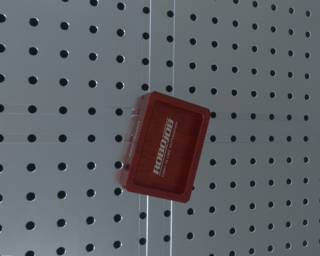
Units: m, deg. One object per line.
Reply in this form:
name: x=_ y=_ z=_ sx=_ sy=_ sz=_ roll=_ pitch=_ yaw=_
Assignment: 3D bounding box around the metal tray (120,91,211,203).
metal tray: x=0.008 y=0.026 z=0.412 sx=0.091 sy=0.030 sz=0.129 roll=16 pitch=85 yaw=-19
